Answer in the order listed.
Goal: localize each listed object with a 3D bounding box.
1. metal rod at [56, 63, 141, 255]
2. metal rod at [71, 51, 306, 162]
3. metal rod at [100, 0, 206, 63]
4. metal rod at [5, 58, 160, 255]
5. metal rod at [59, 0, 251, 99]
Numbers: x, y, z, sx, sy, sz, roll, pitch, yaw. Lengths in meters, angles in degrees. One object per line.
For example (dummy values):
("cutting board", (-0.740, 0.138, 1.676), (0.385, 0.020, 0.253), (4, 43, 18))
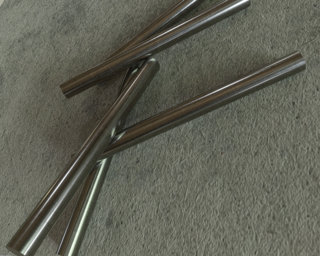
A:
("metal rod", (-0.072, 0.021, 0.428), (0.025, 0.025, 0.300), (3, 63, 29))
("metal rod", (0.029, -0.019, 0.382), (0.301, 0.025, 0.025), (-24, 53, 6))
("metal rod", (0.008, -0.172, 0.505), (0.300, 0.025, 0.025), (-37, 51, 3))
("metal rod", (-0.069, 0.009, 0.369), (0.025, 0.025, 0.301), (3, 45, 29))
("metal rod", (-0.008, -0.122, 0.457), (0.301, 0.025, 0.025), (-27, 52, 1))
